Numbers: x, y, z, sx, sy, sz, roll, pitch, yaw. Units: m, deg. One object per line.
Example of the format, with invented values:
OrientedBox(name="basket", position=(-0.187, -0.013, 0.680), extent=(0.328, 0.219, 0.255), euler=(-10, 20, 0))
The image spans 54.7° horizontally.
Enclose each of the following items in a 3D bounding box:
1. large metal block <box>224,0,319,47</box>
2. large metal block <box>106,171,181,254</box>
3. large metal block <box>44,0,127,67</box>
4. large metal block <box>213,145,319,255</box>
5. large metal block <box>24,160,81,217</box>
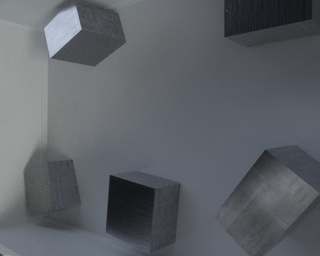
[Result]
OrientedBox(name="large metal block", position=(0.110, -0.129, 0.299), extent=(0.080, 0.050, 0.080), euler=(0, 90, 40))
OrientedBox(name="large metal block", position=(-0.023, 0.106, 0.410), extent=(0.080, 0.050, 0.079), euler=(8, 95, 39))
OrientedBox(name="large metal block", position=(-0.112, -0.139, 0.463), extent=(0.080, 0.081, 0.050), euler=(-25, 74, 37))
OrientedBox(name="large metal block", position=(0.107, 0.064, 0.282), extent=(0.050, 0.081, 0.080), euler=(45, 117, 31))
OrientedBox(name="large metal block", position=(-0.191, 0.107, 0.549), extent=(0.080, 0.050, 0.080), euler=(-23, 75, 37))
